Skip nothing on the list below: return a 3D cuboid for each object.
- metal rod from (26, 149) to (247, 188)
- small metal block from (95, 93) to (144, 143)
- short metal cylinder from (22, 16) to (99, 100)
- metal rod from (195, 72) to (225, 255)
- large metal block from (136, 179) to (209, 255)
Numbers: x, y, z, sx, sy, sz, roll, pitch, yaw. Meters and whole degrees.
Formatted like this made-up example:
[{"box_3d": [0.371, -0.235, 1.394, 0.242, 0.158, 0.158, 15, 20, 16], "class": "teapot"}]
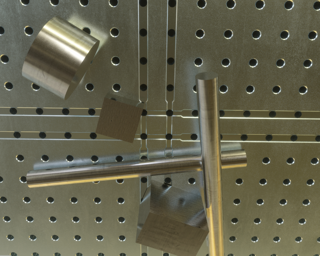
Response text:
[{"box_3d": [-0.033, 0.057, 0.433, 0.302, 0.025, 0.025, -6, 110, 2], "class": "metal rod"}, {"box_3d": [-0.052, -0.013, 0.408, 0.050, 0.025, 0.050, 16, 109, -6], "class": "small metal block"}, {"box_3d": [-0.111, -0.079, 0.354, 0.050, 0.080, 0.080, 30, 107, -11], "class": "short metal cylinder"}, {"box_3d": [0.070, 0.071, 0.414, 0.025, 0.025, 0.298, -7, 120, 2], "class": "metal rod"}, {"box_3d": [0.015, 0.125, 0.430, 0.080, 0.080, 0.050, 20, 109, -8], "class": "large metal block"}]
